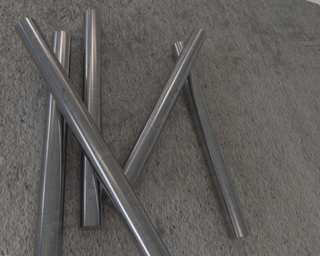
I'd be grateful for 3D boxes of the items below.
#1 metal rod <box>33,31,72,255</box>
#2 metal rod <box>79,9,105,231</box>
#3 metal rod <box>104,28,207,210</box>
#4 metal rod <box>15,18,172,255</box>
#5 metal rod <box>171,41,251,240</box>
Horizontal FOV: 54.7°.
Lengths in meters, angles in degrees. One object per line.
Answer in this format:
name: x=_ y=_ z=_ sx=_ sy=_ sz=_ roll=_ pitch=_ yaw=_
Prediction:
metal rod: x=-0.113 y=0.013 z=0.334 sx=0.025 sy=0.025 sz=0.299 roll=7 pitch=58 yaw=-24
metal rod: x=-0.083 y=-0.032 z=0.377 sx=0.025 sy=0.025 sz=0.299 roll=8 pitch=58 yaw=-24
metal rod: x=0.006 y=-0.032 z=0.407 sx=0.025 sy=0.025 sz=0.300 roll=31 pitch=57 yaw=-9
metal rod: x=-0.077 y=0.005 z=0.325 sx=0.025 sy=0.025 sz=0.299 roll=-23 pitch=74 yaw=-36
metal rod: x=0.064 y=0.001 z=0.437 sx=0.025 sy=0.025 sz=0.299 roll=0 pitch=62 yaw=-28
